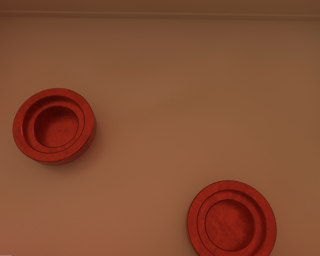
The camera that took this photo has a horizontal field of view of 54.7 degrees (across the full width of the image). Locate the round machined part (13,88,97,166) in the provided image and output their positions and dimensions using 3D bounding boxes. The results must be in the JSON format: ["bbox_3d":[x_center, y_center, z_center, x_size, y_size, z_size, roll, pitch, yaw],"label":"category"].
[{"bbox_3d":[-0.131,0.001,0.399,0.099,0.042,0.098,0,70,0],"label":"round machined part"}]

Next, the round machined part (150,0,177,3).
[{"bbox_3d":[0.006,-0.254,0.495,0.099,0.042,0.098,0,70,0],"label":"round machined part"}]

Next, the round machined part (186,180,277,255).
[{"bbox_3d":[0.079,0.113,0.360,0.099,0.042,0.098,0,70,0],"label":"round machined part"}]
